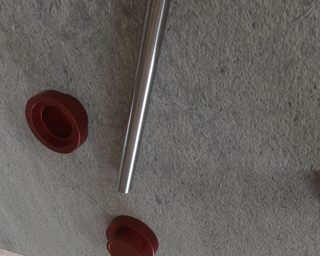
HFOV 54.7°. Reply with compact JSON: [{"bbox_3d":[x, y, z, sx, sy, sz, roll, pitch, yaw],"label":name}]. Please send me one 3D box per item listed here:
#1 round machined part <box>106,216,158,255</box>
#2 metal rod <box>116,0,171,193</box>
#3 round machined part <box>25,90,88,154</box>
[{"bbox_3d":[-0.056,0.208,0.554,0.098,0.042,0.097,13,124,21],"label":"round machined part"},{"bbox_3d":[-0.029,-0.022,0.408,0.025,0.025,0.298,24,127,13],"label":"metal rod"},{"bbox_3d":[-0.149,-0.013,0.466,0.098,0.042,0.097,13,124,21],"label":"round machined part"}]
